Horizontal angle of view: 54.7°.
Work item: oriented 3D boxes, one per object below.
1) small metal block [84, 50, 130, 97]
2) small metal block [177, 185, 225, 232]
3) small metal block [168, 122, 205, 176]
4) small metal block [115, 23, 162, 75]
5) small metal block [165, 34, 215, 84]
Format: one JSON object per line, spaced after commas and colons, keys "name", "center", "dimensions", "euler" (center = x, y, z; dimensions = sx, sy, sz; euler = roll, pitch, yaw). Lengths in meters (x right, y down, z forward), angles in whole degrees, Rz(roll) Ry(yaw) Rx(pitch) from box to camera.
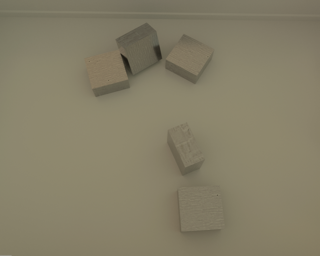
{"name": "small metal block", "center": [-0.074, -0.077, 0.437], "dimensions": [0.050, 0.025, 0.050], "euler": [-16, 71, -6]}
{"name": "small metal block", "center": [0.048, 0.098, 0.374], "dimensions": [0.050, 0.025, 0.050], "euler": [-3, 70, -1]}
{"name": "small metal block", "center": [0.031, 0.027, 0.386], "dimensions": [0.025, 0.050, 0.050], "euler": [-22, 72, -8]}
{"name": "small metal block", "center": [-0.028, -0.110, 0.434], "dimensions": [0.050, 0.050, 0.025], "euler": [-32, 56, -11]}
{"name": "small metal block", "center": [0.043, -0.099, 0.446], "dimensions": [0.050, 0.025, 0.050], "euler": [30, 73, 10]}
